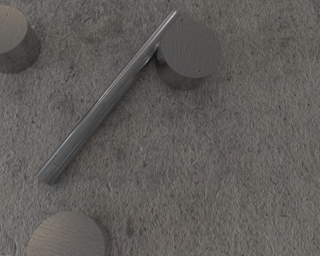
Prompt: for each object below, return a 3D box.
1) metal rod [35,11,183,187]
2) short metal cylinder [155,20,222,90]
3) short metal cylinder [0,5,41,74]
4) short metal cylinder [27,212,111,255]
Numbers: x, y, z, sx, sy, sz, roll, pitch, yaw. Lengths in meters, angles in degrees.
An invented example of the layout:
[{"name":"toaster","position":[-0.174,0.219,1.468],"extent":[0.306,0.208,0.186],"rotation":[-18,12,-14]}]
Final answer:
[{"name":"metal rod","position":[-0.060,-0.051,0.426],"extent":[0.025,0.025,0.300],"rotation":[33,73,11]},{"name":"short metal cylinder","position":[0.037,-0.097,0.422],"extent":[0.081,0.050,0.080],"rotation":[2,78,-11]},{"name":"short metal cylinder","position":[-0.218,-0.124,0.439],"extent":[0.081,0.050,0.080],"rotation":[0,70,0]},{"name":"short metal cylinder","position":[-0.098,0.136,0.344],"extent":[0.081,0.050,0.080],"rotation":[0,70,0]}]
